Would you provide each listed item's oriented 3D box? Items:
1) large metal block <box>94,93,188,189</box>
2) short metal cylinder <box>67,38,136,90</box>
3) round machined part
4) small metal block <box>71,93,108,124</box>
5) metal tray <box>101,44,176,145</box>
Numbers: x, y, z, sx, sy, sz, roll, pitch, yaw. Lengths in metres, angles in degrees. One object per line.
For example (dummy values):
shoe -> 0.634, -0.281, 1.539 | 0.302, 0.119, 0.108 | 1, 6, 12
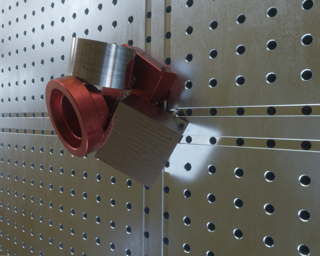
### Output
large metal block -> -0.022, 0.015, 0.386 | 0.080, 0.050, 0.079 | 29, 111, 3
short metal cylinder -> -0.074, -0.080, 0.392 | 0.080, 0.081, 0.050 | 17, 101, 38
round machined part -> -0.097, -0.017, 0.379 | 0.098, 0.042, 0.097 | 28, 130, 40
small metal block -> -0.106, -0.027, 0.437 | 0.025, 0.050, 0.050 | 24, 105, 37
metal tray -> -0.043, -0.041, 0.440 | 0.090, 0.030, 0.129 | 42, 115, 31
